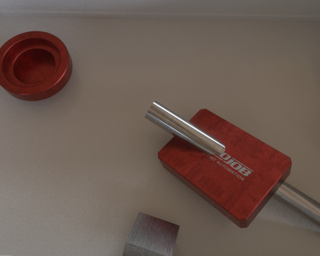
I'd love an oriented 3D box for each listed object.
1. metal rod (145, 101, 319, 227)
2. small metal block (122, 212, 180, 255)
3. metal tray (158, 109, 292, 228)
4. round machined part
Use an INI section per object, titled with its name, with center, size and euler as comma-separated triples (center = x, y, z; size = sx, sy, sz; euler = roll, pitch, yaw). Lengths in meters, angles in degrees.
[metal rod]
center = 0.115, 0.057, 0.370
size = 0.301, 0.025, 0.025
euler = 32, 73, 3
[small metal block]
center = -0.009, 0.127, 0.348
size = 0.050, 0.050, 0.025
euler = 18, 115, 6
[metal tray]
center = 0.073, 0.042, 0.369
size = 0.130, 0.030, 0.090
euler = 35, 72, 33
[round machined part]
center = -0.170, -0.081, 0.428
size = 0.099, 0.042, 0.098
euler = 0, 70, -1
